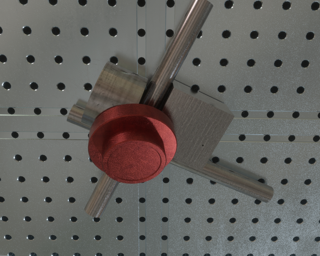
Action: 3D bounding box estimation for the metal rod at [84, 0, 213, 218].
[{"bbox_3d":[-0.019,-0.018,0.386,0.025,0.025,0.298,27,100,-10],"label":"metal rod"}]

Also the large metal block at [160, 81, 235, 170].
[{"bbox_3d":[0.034,-0.005,0.395,0.080,0.050,0.080,24,108,-9],"label":"large metal block"}]

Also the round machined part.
[{"bbox_3d":[-0.029,0.024,0.343,0.099,0.042,0.097,-5,130,-5],"label":"round machined part"}]

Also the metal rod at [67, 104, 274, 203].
[{"bbox_3d":[0.021,0.038,0.427,0.302,0.025,0.025,23,108,-9],"label":"metal rod"}]

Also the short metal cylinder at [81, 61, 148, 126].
[{"bbox_3d":[-0.054,-0.033,0.371,0.050,0.080,0.080,24,108,-9],"label":"short metal cylinder"}]
